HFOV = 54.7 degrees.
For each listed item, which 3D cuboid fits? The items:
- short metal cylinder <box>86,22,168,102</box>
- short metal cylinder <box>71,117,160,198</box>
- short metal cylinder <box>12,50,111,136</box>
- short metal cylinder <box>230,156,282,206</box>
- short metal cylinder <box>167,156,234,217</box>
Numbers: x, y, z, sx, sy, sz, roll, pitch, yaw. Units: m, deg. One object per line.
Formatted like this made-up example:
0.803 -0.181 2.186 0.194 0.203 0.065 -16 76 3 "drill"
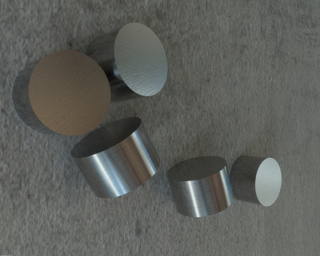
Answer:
-0.037 -0.072 0.351 0.081 0.050 0.080 7 80 -47 "short metal cylinder"
-0.046 0.029 0.332 0.080 0.080 0.050 -38 114 -34 "short metal cylinder"
-0.097 -0.033 0.308 0.081 0.050 0.079 0 91 -40 "short metal cylinder"
0.164 0.089 0.529 0.081 0.050 0.079 0 90 -40 "short metal cylinder"
0.055 0.076 0.417 0.081 0.080 0.050 -24 106 -38 "short metal cylinder"
